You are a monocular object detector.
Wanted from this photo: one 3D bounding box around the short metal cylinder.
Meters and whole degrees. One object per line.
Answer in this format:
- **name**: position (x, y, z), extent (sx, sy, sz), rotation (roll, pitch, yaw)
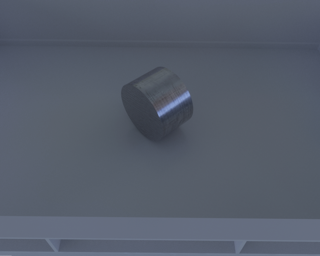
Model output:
- **short metal cylinder**: position (-0.004, -0.030, 0.392), extent (0.050, 0.080, 0.080), rotation (-34, 58, -25)
